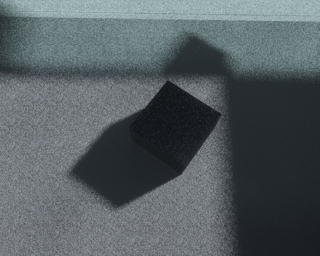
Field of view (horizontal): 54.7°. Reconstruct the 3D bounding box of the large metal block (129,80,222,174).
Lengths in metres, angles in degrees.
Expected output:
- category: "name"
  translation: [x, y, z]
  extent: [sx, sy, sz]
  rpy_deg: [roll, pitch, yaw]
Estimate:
- category: "large metal block"
  translation: [0.019, 0.000, 0.397]
  extent: [0.080, 0.050, 0.080]
  rpy_deg: [34, 73, 11]
